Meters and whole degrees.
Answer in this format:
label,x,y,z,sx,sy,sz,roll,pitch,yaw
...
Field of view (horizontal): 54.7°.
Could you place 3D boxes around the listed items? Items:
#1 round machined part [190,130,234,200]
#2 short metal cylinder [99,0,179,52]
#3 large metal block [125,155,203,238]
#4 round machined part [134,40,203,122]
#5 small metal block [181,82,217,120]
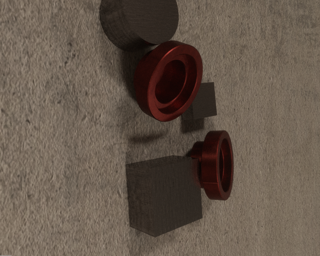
label,x,y,z,sx,sy,sz,roll,pitch,yaw
round machined part,0.074,0.053,0.443,0.098,0.042,0.097,-3,90,-65
short metal cylinder,-0.024,-0.135,0.370,0.081,0.050,0.079,0,90,-40
large metal block,0.006,0.082,0.396,0.081,0.050,0.079,-7,94,-40
round machined part,0.006,-0.060,0.385,0.099,0.042,0.097,-30,135,-35
small metal block,0.055,-0.040,0.454,0.050,0.025,0.050,-11,97,-40
